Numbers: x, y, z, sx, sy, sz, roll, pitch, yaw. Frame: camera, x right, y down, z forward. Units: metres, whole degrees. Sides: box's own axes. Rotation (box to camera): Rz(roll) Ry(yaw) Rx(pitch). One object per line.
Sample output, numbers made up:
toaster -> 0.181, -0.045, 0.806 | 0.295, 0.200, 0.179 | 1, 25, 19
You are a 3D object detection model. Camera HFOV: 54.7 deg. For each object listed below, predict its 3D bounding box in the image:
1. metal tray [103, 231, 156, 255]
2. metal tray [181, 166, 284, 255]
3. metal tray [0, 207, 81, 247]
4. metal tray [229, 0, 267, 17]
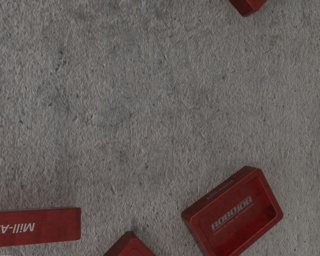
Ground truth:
metal tray -> -0.052, 0.208, 0.387 | 0.130, 0.030, 0.090 | -44, 104, -15
metal tray -> 0.106, 0.126, 0.445 | 0.131, 0.030, 0.090 | -32, 101, -17
metal tray -> -0.152, 0.099, 0.315 | 0.131, 0.090, 0.030 | 2, 77, -20
metal tray -> 0.142, -0.242, 0.458 | 0.090, 0.030, 0.130 | 44, 76, -15
